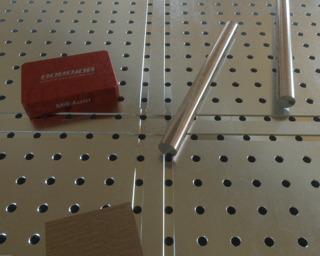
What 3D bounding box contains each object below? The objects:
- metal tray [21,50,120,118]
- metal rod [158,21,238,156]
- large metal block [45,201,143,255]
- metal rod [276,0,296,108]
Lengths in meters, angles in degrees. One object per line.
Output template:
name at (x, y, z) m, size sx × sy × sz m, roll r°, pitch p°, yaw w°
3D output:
metal tray at (-0.133, -0.068, 0.460) m, size 0.131 × 0.030 × 0.090 m, roll -12°, pitch 51°, yaw -11°
metal rod at (0.069, -0.078, 0.473) m, size 0.025 × 0.025 × 0.301 m, roll 19°, pitch 52°, yaw 15°
large metal block at (-0.056, 0.124, 0.286) m, size 0.081 × 0.050 × 0.080 m, roll -12°, pitch 51°, yaw -10°
metal rod at (0.214, -0.149, 0.535) m, size 0.025 × 0.025 × 0.300 m, roll 11°, pitch 51°, yaw 8°
